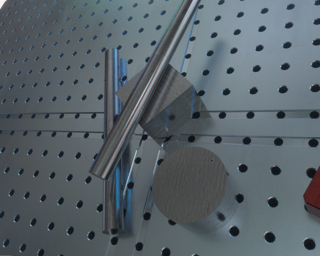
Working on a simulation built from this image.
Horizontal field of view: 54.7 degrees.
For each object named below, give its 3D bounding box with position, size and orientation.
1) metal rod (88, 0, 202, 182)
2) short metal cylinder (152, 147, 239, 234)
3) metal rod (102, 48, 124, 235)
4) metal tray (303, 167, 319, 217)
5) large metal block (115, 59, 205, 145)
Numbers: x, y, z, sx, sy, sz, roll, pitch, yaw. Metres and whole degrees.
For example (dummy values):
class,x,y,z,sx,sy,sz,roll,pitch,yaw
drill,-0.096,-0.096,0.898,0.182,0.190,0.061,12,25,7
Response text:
class,x,y,z,sx,sy,sz,roll,pitch,yaw
metal rod,-0.007,-0.074,0.392,0.025,0.025,0.300,13,68,33
short metal cylinder,0.039,0.067,0.331,0.080,0.050,0.080,-13,56,21
metal rod,-0.068,-0.003,0.445,0.025,0.025,0.299,-18,54,18
metal tray,0.205,0.059,0.261,0.130,0.030,0.090,26,76,37
large metal block,-0.001,-0.038,0.416,0.080,0.050,0.080,-40,51,0
